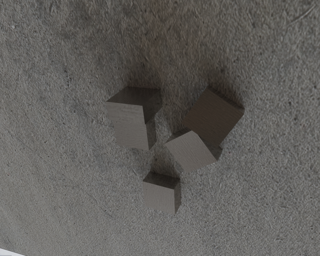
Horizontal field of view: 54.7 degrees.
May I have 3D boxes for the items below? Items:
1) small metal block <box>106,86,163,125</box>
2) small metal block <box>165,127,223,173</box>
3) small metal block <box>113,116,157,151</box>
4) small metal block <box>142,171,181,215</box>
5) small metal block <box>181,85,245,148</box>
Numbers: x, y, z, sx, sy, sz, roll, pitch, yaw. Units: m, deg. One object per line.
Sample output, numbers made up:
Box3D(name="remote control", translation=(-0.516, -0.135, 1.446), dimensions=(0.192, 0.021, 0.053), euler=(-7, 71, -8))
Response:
Box3D(name="small metal block", translation=(-0.031, -0.030, 0.389), dimensions=(0.050, 0.050, 0.025), euler=(8, 122, 24))
Box3D(name="small metal block", translation=(0.043, 0.025, 0.399), dimensions=(0.050, 0.025, 0.050), euler=(-29, 103, 38))
Box3D(name="small metal block", translation=(-0.034, 0.000, 0.425), dimensions=(0.050, 0.025, 0.050), euler=(9, 122, 23))
Box3D(name="small metal block", translation=(0.003, 0.098, 0.465), dimensions=(0.050, 0.025, 0.050), euler=(10, 123, 22))
Box3D(name="small metal block", translation=(0.061, -0.014, 0.357), dimensions=(0.050, 0.025, 0.050), euler=(36, 112, 4))
